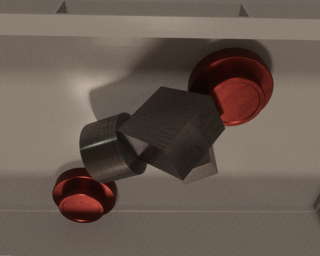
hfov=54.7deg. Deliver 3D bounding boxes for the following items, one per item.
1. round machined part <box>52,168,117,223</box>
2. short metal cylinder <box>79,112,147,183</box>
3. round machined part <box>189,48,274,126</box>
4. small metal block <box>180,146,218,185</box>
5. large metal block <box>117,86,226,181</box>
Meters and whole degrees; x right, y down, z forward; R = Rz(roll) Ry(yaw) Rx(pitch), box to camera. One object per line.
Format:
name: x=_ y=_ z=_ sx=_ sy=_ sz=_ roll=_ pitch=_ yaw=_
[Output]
round machined part: x=-0.120 y=0.112 z=0.487 sx=0.099 sy=0.042 sz=0.097 roll=0 pitch=126 yaw=0
short metal cylinder: x=-0.056 y=0.025 z=0.392 sx=0.050 sy=0.080 sz=0.080 roll=-17 pitch=129 yaw=18
round machined part: x=0.084 y=-0.040 z=0.365 sx=0.099 sy=0.042 sz=0.097 roll=-1 pitch=130 yaw=0
small metal block: x=0.049 y=0.045 z=0.432 sx=0.050 sy=0.050 sz=0.025 roll=-23 pitch=127 yaw=18
large metal block: x=0.013 y=0.002 z=0.353 sx=0.080 sy=0.080 sz=0.050 roll=19 pitch=148 yaw=46
